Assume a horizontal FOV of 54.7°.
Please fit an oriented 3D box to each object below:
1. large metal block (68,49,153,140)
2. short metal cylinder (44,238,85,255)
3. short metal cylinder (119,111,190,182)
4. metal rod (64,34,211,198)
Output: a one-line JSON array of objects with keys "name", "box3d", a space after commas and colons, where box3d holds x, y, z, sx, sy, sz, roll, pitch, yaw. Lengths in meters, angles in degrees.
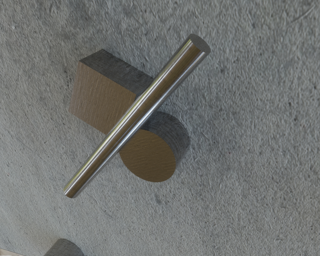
[{"name": "large metal block", "box3d": [-0.063, -0.041, 0.399, 0.080, 0.050, 0.079, 31, 128, 8]}, {"name": "short metal cylinder", "box3d": [-0.213, 0.293, 0.684, 0.080, 0.050, 0.079, 13, 124, 21]}, {"name": "short metal cylinder", "box3d": [-0.007, 0.024, 0.409, 0.080, 0.050, 0.079, 13, 124, 21]}, {"name": "metal rod", "box3d": [-0.047, 0.008, 0.372, 0.025, 0.025, 0.298, 43, 127, -2]}]
